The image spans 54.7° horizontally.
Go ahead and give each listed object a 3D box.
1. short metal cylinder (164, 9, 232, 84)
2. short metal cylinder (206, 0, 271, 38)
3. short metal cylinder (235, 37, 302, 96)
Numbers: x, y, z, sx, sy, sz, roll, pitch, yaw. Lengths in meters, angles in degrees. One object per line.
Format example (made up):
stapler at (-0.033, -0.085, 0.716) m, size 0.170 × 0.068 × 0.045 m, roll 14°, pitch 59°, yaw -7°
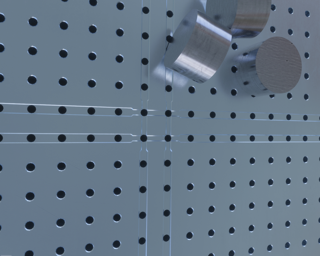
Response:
short metal cylinder at (0.047, -0.104, 0.400) m, size 0.050 × 0.080 × 0.080 m, roll 23°, pitch 82°, yaw -19°
short metal cylinder at (0.104, -0.163, 0.421) m, size 0.050 × 0.080 × 0.079 m, roll -6°, pitch 92°, yaw -20°
short metal cylinder at (0.159, -0.089, 0.458) m, size 0.081 × 0.050 × 0.079 m, roll 0°, pitch 90°, yaw -20°
